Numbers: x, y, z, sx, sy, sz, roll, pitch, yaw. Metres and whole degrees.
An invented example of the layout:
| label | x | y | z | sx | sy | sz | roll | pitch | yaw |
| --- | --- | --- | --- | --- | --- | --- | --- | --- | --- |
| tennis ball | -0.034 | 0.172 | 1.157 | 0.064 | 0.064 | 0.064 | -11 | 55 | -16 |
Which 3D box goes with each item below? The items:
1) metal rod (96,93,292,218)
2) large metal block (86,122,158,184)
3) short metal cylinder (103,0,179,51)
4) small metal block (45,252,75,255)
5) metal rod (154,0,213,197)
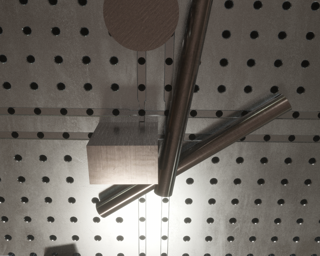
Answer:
| label | x | y | z | sx | sy | sz | roll | pitch | yaw |
| --- | --- | --- | --- | --- | --- | --- | --- | --- | --- |
| metal rod | 0.039 | 0.043 | 0.429 | 0.300 | 0.025 | 0.025 | -32 | 107 | 10 |
| large metal block | -0.043 | 0.029 | 0.394 | 0.081 | 0.080 | 0.050 | 0 | 110 | -1 |
| short metal cylinder | -0.020 | -0.131 | 0.352 | 0.081 | 0.050 | 0.079 | 0 | 110 | -1 |
| small metal block | -0.159 | 0.230 | 0.496 | 0.050 | 0.025 | 0.050 | -10 | 110 | 3 |
| metal rod | 0.031 | -0.055 | 0.379 | 0.025 | 0.025 | 0.298 | 10 | 104 | -4 |
